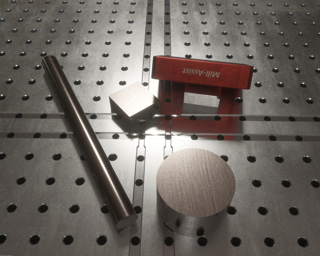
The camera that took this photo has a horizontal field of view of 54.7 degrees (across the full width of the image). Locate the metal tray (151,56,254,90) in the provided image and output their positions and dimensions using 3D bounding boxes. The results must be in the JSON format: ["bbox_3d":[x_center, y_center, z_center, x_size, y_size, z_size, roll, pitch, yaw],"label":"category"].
[{"bbox_3d":[0.059,-0.082,0.443,0.131,0.030,0.090,7,15,6],"label":"metal tray"}]

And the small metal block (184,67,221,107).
[{"bbox_3d":[0.064,-0.061,0.456,0.050,0.025,0.050,8,58,6],"label":"small metal block"}]

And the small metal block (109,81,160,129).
[{"bbox_3d":[-0.036,-0.033,0.435,0.050,0.025,0.050,-31,57,-24],"label":"small metal block"}]

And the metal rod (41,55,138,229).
[{"bbox_3d":[-0.105,-0.003,0.408,0.025,0.025,0.300,-22,54,-18],"label":"metal rod"}]

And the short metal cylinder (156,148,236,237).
[{"bbox_3d":[0.036,0.069,0.334,0.081,0.050,0.080,0,50,0],"label":"short metal cylinder"}]
